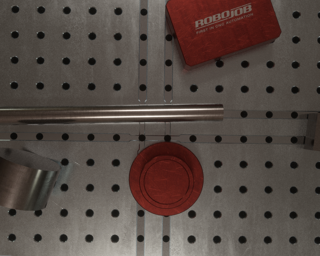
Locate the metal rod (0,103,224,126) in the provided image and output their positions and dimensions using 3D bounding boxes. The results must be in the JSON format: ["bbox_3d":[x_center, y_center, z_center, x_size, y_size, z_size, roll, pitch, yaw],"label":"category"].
[{"bbox_3d":[-0.068,-0.018,0.412,0.302,0.025,0.025,-1,90,-1],"label":"metal rod"}]

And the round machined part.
[{"bbox_3d":[0.008,0.067,0.405,0.099,0.042,0.097,0,90,-1],"label":"round machined part"}]

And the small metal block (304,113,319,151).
[{"bbox_3d":[0.228,0.008,0.416,0.050,0.025,0.050,8,90,-1],"label":"small metal block"}]

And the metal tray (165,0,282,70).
[{"bbox_3d":[0.082,-0.141,0.412,0.131,0.030,0.090,-19,90,-1],"label":"metal tray"}]

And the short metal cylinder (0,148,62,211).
[{"bbox_3d":[-0.171,0.062,0.384,0.080,0.080,0.050,20,90,-1],"label":"short metal cylinder"}]
